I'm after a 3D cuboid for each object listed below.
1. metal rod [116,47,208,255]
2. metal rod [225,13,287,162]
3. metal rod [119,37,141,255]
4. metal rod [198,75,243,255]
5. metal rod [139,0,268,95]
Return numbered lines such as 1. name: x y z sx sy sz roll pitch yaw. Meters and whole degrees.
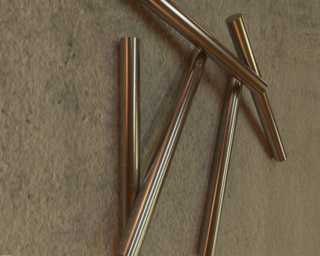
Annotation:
1. metal rod: 0.013 0.012 0.396 0.025 0.025 0.300 39 60 -34
2. metal rod: 0.171 -0.051 0.526 0.025 0.025 0.299 -51 128 -28
3. metal rod: -0.036 0.042 0.376 0.025 0.025 0.298 0 90 -40
4. metal rod: 0.099 0.049 0.490 0.025 0.025 0.299 20 78 -39
5. metal rod: 0.043 -0.130 0.416 0.301 0.025 0.025 31 71 -28
